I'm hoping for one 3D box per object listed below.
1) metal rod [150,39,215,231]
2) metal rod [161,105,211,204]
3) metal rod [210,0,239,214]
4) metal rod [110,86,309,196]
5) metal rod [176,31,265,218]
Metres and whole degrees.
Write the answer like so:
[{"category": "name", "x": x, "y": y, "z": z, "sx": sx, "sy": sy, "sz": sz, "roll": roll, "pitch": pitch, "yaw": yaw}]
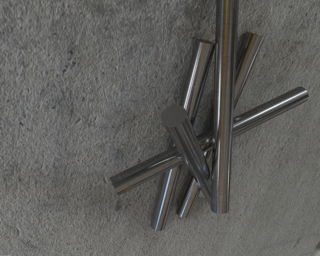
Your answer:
[{"category": "metal rod", "x": 0.026, "y": 0.027, "z": 0.437, "sx": 0.025, "sy": 0.025, "sz": 0.298, "roll": -2, "pitch": 119, "yaw": -28}, {"category": "metal rod", "x": 0.057, "y": 0.061, "z": 0.419, "sx": 0.025, "sy": 0.025, "sz": 0.300, "roll": -37, "pitch": 146, "yaw": -4}, {"category": "metal rod", "x": 0.079, "y": -0.033, "z": 0.381, "sx": 0.025, "sy": 0.025, "sz": 0.298, "roll": -8, "pitch": 107, "yaw": -24}, {"category": "metal rod", "x": 0.076, "y": 0.012, "z": 0.421, "sx": 0.302, "sy": 0.025, "sz": 0.025, "roll": -25, "pitch": 128, "yaw": -13}, {"category": "metal rod", "x": 0.081, "y": 0.010, "z": 0.456, "sx": 0.025, "sy": 0.025, "sz": 0.298, "roll": 4, "pitch": 117, "yaw": -30}]
